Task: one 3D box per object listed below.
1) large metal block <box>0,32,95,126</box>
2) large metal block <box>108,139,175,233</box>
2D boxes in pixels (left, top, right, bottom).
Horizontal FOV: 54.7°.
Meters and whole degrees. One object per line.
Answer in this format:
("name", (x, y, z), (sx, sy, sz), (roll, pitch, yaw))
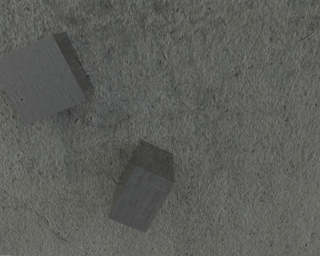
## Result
("large metal block", (-0.137, -0.060, 0.373), (0.080, 0.050, 0.080), (-22, 109, 7))
("large metal block", (-0.023, 0.073, 0.407), (0.050, 0.080, 0.080), (25, 108, -9))
